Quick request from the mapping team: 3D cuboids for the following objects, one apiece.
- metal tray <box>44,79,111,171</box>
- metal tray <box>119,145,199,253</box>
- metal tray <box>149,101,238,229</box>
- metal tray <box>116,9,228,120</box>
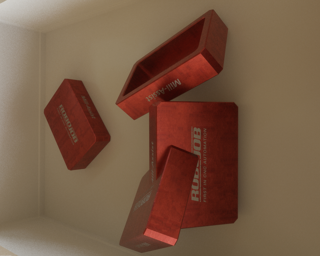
[{"bbox_3d":[-0.142,-0.007,0.518,0.090,0.030,0.130,-45,63,30],"label":"metal tray"},{"bbox_3d":[-0.005,0.083,0.339,0.129,0.030,0.090,125,166,-60],"label":"metal tray"},{"bbox_3d":[0.036,0.037,0.331,0.030,0.091,0.129,-175,85,-74],"label":"metal tray"},{"bbox_3d":[0.013,-0.071,0.357,0.130,0.030,0.090,-26,33,36],"label":"metal tray"}]
